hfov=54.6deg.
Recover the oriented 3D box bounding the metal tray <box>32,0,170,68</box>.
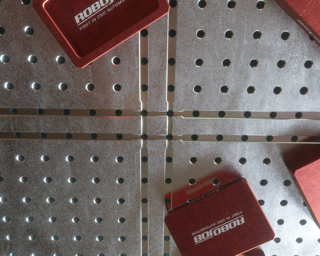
[{"bbox_3d":[-0.065,-0.141,0.358,0.130,0.030,0.090,-30,108,10],"label":"metal tray"}]

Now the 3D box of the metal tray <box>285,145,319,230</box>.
[{"bbox_3d":[0.250,0.084,0.444,0.090,0.030,0.130,-29,108,10],"label":"metal tray"}]

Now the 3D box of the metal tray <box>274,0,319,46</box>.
[{"bbox_3d":[0.210,-0.145,0.359,0.130,0.030,0.090,38,106,-13],"label":"metal tray"}]

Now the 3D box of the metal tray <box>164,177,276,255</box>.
[{"bbox_3d":[0.084,0.139,0.445,0.130,0.030,0.090,-28,86,9],"label":"metal tray"}]

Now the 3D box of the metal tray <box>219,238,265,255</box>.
[{"bbox_3d":[0.104,0.244,0.501,0.090,0.030,0.129,23,108,-8],"label":"metal tray"}]
